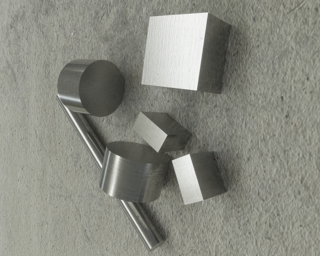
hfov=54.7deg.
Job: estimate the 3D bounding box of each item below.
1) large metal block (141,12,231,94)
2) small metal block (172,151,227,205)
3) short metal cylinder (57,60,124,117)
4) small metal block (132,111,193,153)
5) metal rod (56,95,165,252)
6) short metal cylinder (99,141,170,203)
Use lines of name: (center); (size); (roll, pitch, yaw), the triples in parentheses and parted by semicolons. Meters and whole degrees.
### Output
large metal block: (0.029, -0.085, 0.363); (0.080, 0.050, 0.079); (13, 98, 39)
small metal block: (0.045, 0.055, 0.350); (0.025, 0.050, 0.050); (-26, 74, 37)
short metal cylinder: (-0.098, -0.059, 0.448); (0.050, 0.081, 0.079); (12, 98, 39)
small metal block: (0.003, 0.004, 0.384); (0.050, 0.050, 0.025); (41, 115, 32)
metal rod: (-0.087, 0.050, 0.473); (0.300, 0.025, 0.025); (52, 120, 27)
short metal cylinder: (-0.033, 0.053, 0.394); (0.080, 0.081, 0.050); (22, 104, 37)
